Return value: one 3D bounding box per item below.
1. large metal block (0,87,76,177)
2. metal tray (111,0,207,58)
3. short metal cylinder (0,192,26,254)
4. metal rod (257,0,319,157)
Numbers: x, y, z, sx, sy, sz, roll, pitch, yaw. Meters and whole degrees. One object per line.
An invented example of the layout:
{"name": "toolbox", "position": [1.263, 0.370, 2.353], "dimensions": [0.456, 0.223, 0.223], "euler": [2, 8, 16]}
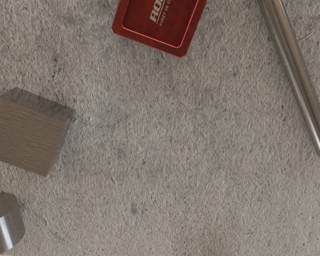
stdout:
{"name": "large metal block", "position": [-0.165, 0.004, 0.396], "dimensions": [0.080, 0.050, 0.079], "euler": [22, 108, -9]}
{"name": "metal tray", "position": [0.008, -0.156, 0.349], "dimensions": [0.091, 0.030, 0.129], "euler": [19, 109, -8]}
{"name": "short metal cylinder", "position": [-0.234, 0.132, 0.426], "dimensions": [0.081, 0.080, 0.050], "euler": [-5, 110, 1]}
{"name": "metal rod", "position": [0.159, -0.090, 0.378], "dimensions": [0.025, 0.025, 0.299], "euler": [-27, 108, 9]}
